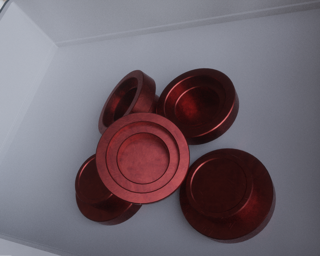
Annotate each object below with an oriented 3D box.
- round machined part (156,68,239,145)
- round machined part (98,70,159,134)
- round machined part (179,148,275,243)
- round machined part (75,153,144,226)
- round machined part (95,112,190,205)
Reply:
[{"bbox_3d":[0.049,-0.022,0.383,0.098,0.042,0.098,-13,56,21],"label":"round machined part"},{"bbox_3d":[-0.037,-0.025,0.414,0.098,0.042,0.098,-37,36,33],"label":"round machined part"},{"bbox_3d":[0.065,0.065,0.321,0.098,0.042,0.098,-13,56,21],"label":"round machined part"},{"bbox_3d":[-0.066,0.068,0.388,0.098,0.042,0.098,-13,56,21],"label":"round machined part"},{"bbox_3d":[-0.018,0.035,0.342,0.099,0.042,0.098,0,73,0],"label":"round machined part"}]
